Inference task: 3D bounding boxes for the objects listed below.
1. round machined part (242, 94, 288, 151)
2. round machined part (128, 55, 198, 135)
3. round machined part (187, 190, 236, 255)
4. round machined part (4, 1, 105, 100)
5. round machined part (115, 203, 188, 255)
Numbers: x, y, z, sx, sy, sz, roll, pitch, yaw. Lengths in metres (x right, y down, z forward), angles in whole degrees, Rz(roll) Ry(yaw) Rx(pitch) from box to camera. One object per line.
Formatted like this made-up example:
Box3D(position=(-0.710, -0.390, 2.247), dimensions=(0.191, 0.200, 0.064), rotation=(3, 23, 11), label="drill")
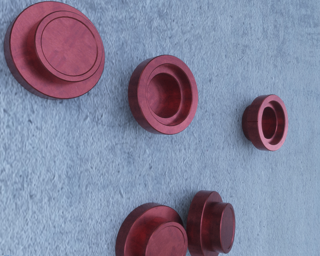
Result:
Box3D(position=(0.181, -0.009, 0.545), dimensions=(0.099, 0.042, 0.097), rotation=(0, 90, -40), label="round machined part")
Box3D(position=(0.000, -0.040, 0.393), dimensions=(0.099, 0.042, 0.097), rotation=(0, 90, -40), label="round machined part")
Box3D(position=(0.077, 0.139, 0.438), dimensions=(0.098, 0.042, 0.097), rotation=(6, 83, -60), label="round machined part")
Box3D(position=(-0.098, -0.078, 0.311), dimensions=(0.099, 0.042, 0.097), rotation=(0, 90, -40), label="round machined part")
Box3D(position=(-0.003, 0.147, 0.391), dimensions=(0.099, 0.042, 0.097), rotation=(0, 90, -40), label="round machined part")
